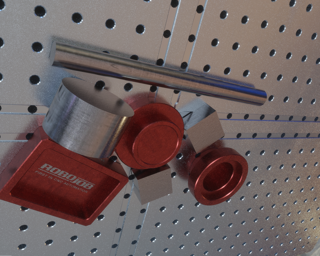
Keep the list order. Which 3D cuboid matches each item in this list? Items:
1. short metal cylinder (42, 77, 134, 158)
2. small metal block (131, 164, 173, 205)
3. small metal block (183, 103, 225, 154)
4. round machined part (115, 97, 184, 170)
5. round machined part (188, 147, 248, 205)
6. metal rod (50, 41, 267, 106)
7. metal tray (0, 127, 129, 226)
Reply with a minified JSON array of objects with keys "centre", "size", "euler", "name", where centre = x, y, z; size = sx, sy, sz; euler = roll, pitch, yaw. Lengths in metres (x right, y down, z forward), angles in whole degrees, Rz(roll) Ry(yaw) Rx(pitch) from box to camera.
[{"centre":[-0.075,-0.012,0.327],"size":[0.080,0.080,0.050],"euler":[19,108,-36],"name":"short metal cylinder"},{"centre":[-0.011,0.078,0.454],"size":[0.050,0.025,0.050],"euler":[-18,126,-18],"name":"small metal block"},{"centre":[0.060,0.001,0.445],"size":[0.050,0.025,0.050],"euler":[-33,129,-7],"name":"small metal block"},{"centre":[-0.011,0.013,0.401],"size":[0.099,0.042,0.097],"euler":[-13,121,-22],"name":"round machined part"},{"centre":[0.087,0.071,0.492],"size":[0.099,0.042,0.097],"euler":[-14,124,-21],"name":"round machined part"},{"centre":[0.022,-0.060,0.385],"size":[0.302,0.025,0.025],"euler":[6,115,-31],"name":"metal rod"},{"centre":[-0.115,0.065,0.384],"size":[0.090,0.030,0.130],"euler":[-49,129,7],"name":"metal tray"}]
